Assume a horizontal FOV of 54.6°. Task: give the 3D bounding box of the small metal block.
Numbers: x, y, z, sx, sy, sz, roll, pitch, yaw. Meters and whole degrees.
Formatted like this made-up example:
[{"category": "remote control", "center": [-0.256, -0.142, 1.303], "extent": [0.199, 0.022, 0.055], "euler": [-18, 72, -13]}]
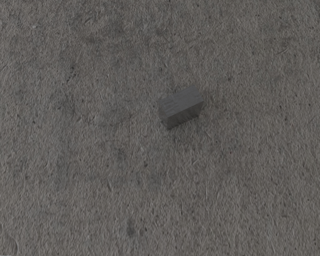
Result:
[{"category": "small metal block", "center": [0.026, -0.025, 0.404], "extent": [0.050, 0.050, 0.025], "euler": [-25, 72, -9]}]
